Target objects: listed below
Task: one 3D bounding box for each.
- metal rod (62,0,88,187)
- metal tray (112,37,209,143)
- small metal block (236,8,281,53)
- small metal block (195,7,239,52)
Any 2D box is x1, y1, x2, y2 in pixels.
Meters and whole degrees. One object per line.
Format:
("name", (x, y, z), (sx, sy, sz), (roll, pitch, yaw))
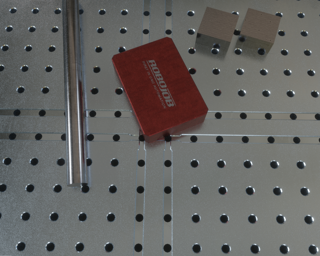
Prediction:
("metal rod", (-0.122, -0.069, 0.435), (0.025, 0.025, 0.299), (-7, 70, -3))
("metal tray", (-0.002, -0.055, 0.429), (0.091, 0.030, 0.130), (-22, 72, -8))
("small metal block", (0.149, -0.147, 0.467), (0.050, 0.025, 0.050), (19, 71, 6))
("small metal block", (0.086, -0.149, 0.467), (0.050, 0.025, 0.050), (18, 71, 6))
